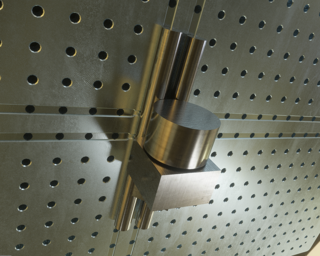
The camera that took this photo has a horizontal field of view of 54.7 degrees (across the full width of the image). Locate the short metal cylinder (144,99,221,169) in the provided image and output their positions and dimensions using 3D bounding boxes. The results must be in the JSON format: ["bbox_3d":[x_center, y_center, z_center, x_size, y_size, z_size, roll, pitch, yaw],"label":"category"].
[{"bbox_3d":[0.025,0.005,0.367,0.081,0.080,0.050,1,118,-29],"label":"short metal cylinder"}]

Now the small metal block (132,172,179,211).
[{"bbox_3d":[-0.002,0.077,0.414,0.050,0.050,0.025,-46,154,-63],"label":"small metal block"}]

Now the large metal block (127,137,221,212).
[{"bbox_3d":[0.014,0.053,0.385,0.081,0.080,0.050,0,118,-29],"label":"large metal block"}]

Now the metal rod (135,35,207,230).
[{"bbox_3d":[0.008,0.022,0.433,0.025,0.025,0.298,1,118,-29],"label":"metal rod"}]

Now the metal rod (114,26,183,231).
[{"bbox_3d":[-0.022,0.018,0.414,0.025,0.025,0.298,1,118,-29],"label":"metal rod"}]
